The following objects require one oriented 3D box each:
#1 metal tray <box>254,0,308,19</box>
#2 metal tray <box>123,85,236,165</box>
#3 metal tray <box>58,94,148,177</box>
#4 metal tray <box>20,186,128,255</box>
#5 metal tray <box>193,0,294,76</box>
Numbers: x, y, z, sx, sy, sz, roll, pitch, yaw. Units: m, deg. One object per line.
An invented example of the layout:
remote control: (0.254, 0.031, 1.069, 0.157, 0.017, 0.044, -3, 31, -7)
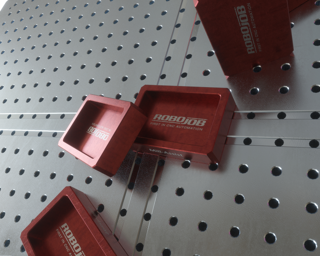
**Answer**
metal tray: (0.159, -0.218, 0.455, 0.090, 0.030, 0.130, -31, 52, 8)
metal tray: (0.021, -0.009, 0.399, 0.130, 0.030, 0.090, 7, 65, 31)
metal tray: (-0.082, 0.004, 0.418, 0.130, 0.030, 0.090, 16, 73, 52)
metal tray: (-0.106, 0.144, 0.373, 0.090, 0.030, 0.130, -46, 51, -4)
metal tray: (0.101, -0.124, 0.364, 0.090, 0.130, 0.030, -19, 55, 18)
